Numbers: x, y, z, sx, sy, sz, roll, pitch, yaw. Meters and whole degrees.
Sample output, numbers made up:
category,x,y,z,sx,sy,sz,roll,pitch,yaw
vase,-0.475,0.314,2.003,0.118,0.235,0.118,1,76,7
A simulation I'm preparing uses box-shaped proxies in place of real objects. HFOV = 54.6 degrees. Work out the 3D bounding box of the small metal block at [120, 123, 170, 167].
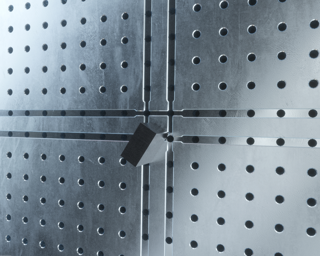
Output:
category,x,y,z,sx,sy,sz,roll,pitch,yaw
small metal block,-0.018,0.021,0.406,0.025,0.050,0.050,35,101,16
